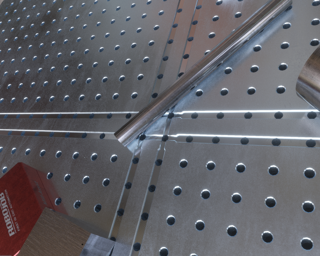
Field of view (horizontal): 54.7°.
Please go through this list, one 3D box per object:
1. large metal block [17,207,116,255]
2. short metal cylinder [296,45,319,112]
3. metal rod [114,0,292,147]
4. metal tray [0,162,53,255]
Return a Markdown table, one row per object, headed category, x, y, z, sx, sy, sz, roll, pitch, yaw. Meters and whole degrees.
| category | x | y | z | sx | sy | sz | roll | pitch | yaw |
| --- | --- | --- | --- | --- | --- | --- | --- | --- | --- |
| large metal block | -0.112 | 0.149 | 0.358 | 0.080 | 0.050 | 0.080 | 15 | 69 | 33 |
| short metal cylinder | 0.185 | -0.049 | 0.306 | 0.080 | 0.080 | 0.050 | -40 | 51 | 1 |
| metal rod | 0.059 | -0.081 | 0.425 | 0.300 | 0.025 | 0.025 | -41 | 51 | 0 |
| metal tray | -0.201 | 0.121 | 0.434 | 0.090 | 0.030 | 0.130 | -43 | 51 | -2 |
